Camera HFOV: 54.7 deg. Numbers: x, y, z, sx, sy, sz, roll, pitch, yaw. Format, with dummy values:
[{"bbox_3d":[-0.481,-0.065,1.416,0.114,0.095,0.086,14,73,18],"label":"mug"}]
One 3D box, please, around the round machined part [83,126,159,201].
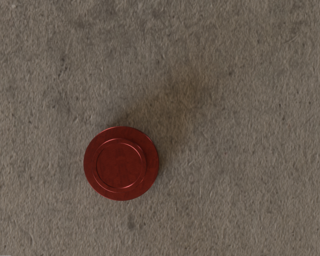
[{"bbox_3d":[-0.050,0.046,0.401,0.099,0.042,0.097,0,90,-1],"label":"round machined part"}]
